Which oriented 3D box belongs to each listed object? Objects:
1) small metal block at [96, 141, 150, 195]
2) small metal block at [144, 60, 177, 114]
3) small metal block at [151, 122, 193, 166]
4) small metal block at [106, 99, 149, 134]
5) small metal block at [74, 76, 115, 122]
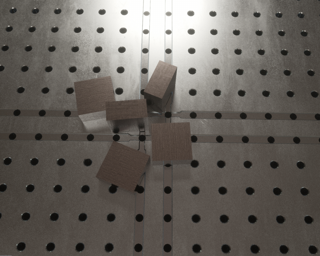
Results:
[{"bbox_3d":[-0.045,0.051,0.393,0.050,0.025,0.050,22,71,7],"label":"small metal block"},{"bbox_3d":[0.001,-0.054,0.418,0.025,0.050,0.050,22,72,7],"label":"small metal block"},{"bbox_3d":[0.015,0.021,0.404,0.050,0.025,0.050,-2,70,-1],"label":"small metal block"},{"bbox_3d":[-0.041,-0.014,0.403,0.050,0.050,0.025,-5,70,-2],"label":"small metal block"},{"bbox_3d":[-0.087,-0.040,0.425,0.050,0.025,0.050,-11,71,-5],"label":"small metal block"}]
